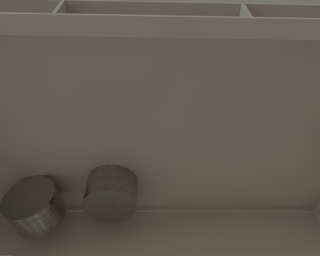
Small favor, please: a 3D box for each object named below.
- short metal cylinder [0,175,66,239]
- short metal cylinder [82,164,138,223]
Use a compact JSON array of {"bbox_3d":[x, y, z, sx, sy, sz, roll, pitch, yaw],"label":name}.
[{"bbox_3d":[-0.191,0.119,0.472,0.080,0.080,0.050,-7,130,5],"label":"short metal cylinder"},{"bbox_3d":[-0.075,0.102,0.479,0.081,0.050,0.079,0,130,0],"label":"short metal cylinder"}]
